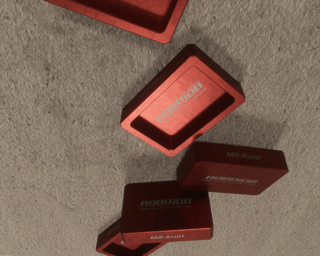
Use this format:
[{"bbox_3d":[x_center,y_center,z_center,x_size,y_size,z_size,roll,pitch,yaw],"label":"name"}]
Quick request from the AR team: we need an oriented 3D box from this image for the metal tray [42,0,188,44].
[{"bbox_3d":[-0.036,-0.142,0.282,0.131,0.030,0.089,16,128,-14],"label":"metal tray"}]

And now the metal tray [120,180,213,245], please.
[{"bbox_3d":[0.010,0.125,0.470,0.131,0.090,0.030,-4,130,3],"label":"metal tray"}]

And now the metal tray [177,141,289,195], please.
[{"bbox_3d":[0.098,0.060,0.437,0.131,0.030,0.089,7,145,-12],"label":"metal tray"}]

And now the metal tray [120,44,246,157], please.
[{"bbox_3d":[0.025,-0.027,0.380,0.090,0.030,0.130,34,122,-26],"label":"metal tray"}]

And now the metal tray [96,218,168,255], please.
[{"bbox_3d":[-0.047,0.203,0.575,0.090,0.030,0.129,31,123,-24],"label":"metal tray"}]
